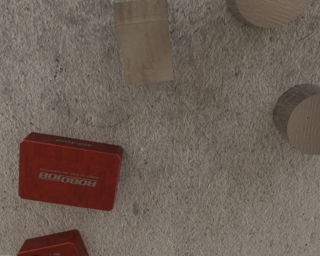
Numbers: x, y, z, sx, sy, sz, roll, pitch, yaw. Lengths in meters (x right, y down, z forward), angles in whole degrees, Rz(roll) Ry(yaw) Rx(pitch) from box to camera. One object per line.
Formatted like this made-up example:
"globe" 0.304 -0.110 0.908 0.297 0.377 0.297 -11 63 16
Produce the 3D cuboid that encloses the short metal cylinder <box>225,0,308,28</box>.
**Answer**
"short metal cylinder" 0.116 -0.153 0.341 0.081 0.050 0.079 0 110 0

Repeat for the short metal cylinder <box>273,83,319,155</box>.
"short metal cylinder" 0.192 -0.012 0.394 0.081 0.050 0.079 0 110 0

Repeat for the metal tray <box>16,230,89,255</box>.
"metal tray" -0.155 0.229 0.490 0.090 0.030 0.129 -13 110 4

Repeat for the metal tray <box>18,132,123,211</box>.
"metal tray" -0.123 0.061 0.428 0.131 0.030 0.089 9 110 -4

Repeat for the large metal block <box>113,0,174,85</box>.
"large metal block" -0.015 -0.098 0.344 0.050 0.080 0.079 -6 110 2
